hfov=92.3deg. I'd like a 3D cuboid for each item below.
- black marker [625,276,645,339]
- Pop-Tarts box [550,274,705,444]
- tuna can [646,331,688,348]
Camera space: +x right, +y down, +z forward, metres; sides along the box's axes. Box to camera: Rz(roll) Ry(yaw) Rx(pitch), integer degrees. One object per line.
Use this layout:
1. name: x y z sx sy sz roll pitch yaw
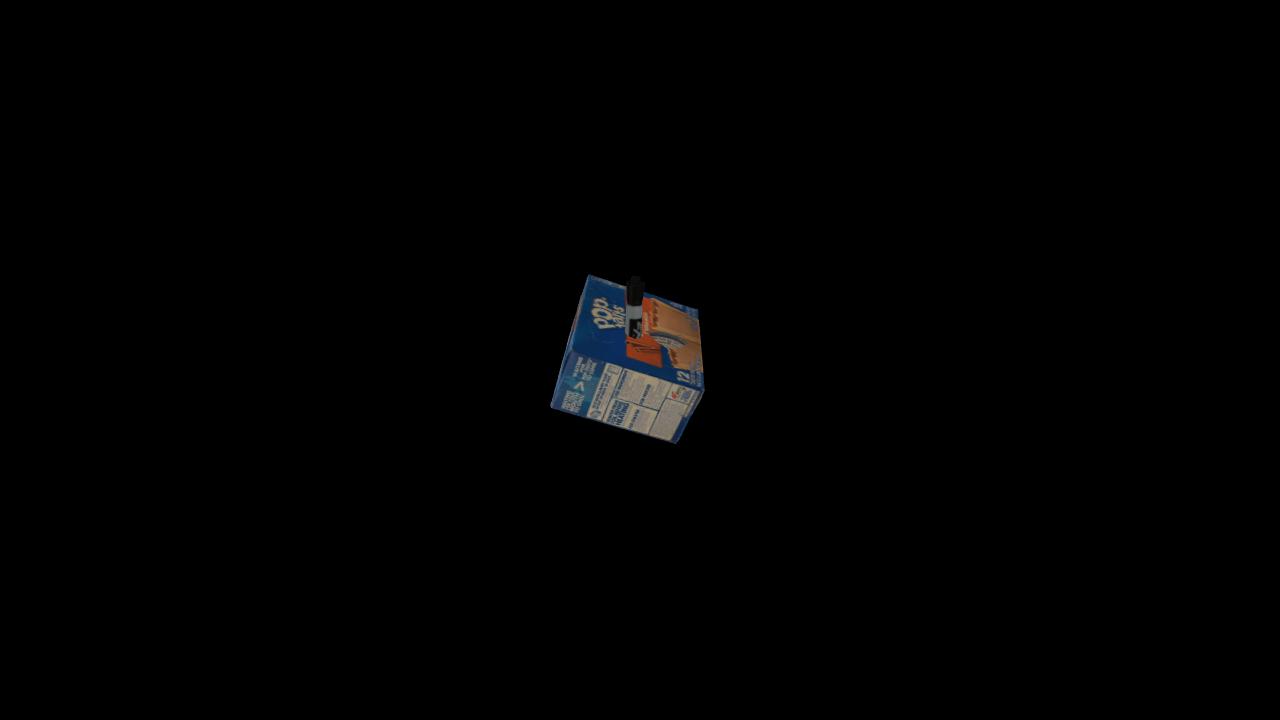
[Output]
1. black marker: -0.007 -0.028 0.638 0.020 0.121 0.020 3 23 -1
2. Pop-Tarts box: -0.010 -0.006 0.681 0.141 0.083 0.167 17 32 -8
3. tuna can: 0.016 0.006 0.675 0.084 0.034 0.084 4 -34 3
